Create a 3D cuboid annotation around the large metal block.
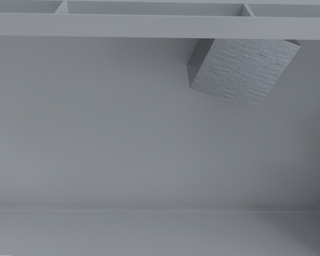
[{"bbox_3d":[0.083,-0.076,0.329,0.081,0.050,0.079,15,128,-13],"label":"large metal block"}]
